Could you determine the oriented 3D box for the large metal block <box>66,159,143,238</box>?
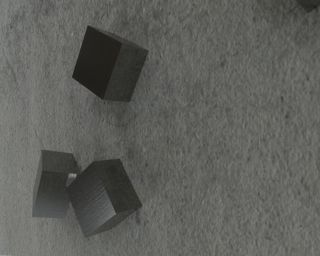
[{"bbox_3d":[-0.084,0.102,0.456,0.080,0.050,0.080,-43,65,31],"label":"large metal block"}]

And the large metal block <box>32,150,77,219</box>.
[{"bbox_3d":[-0.176,0.091,0.510,0.080,0.050,0.079,43,120,62],"label":"large metal block"}]

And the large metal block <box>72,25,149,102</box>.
[{"bbox_3d":[-0.074,-0.092,0.447,0.080,0.050,0.079,35,111,34],"label":"large metal block"}]

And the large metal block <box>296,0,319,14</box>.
[{"bbox_3d":[0.140,-0.166,0.273,0.080,0.050,0.080,-36,68,33],"label":"large metal block"}]
